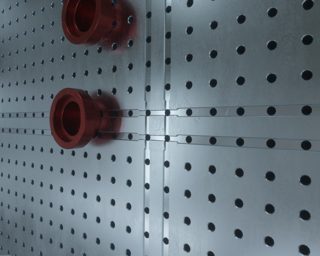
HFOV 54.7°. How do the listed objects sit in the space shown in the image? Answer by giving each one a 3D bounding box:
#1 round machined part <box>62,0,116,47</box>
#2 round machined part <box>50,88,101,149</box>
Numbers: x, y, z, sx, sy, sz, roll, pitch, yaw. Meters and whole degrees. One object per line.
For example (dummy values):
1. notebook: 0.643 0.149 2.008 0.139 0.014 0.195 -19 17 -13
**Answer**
1. round machined part: -0.108 -0.176 0.484 0.098 0.042 0.097 0 90 39
2. round machined part: -0.135 -0.015 0.507 0.098 0.042 0.097 0 90 39
